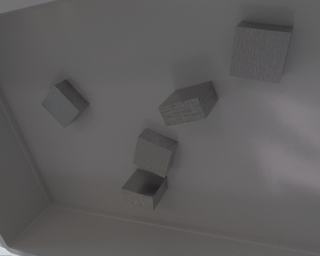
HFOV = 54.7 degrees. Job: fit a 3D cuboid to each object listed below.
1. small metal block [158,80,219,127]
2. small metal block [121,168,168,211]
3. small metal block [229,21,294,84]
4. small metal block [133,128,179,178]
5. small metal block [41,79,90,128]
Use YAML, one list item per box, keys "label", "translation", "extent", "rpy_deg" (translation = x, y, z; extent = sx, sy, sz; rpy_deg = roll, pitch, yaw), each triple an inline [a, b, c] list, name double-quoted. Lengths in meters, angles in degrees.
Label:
- label: "small metal block"
  translation: [0.034, -0.028, 0.357]
  extent: [0.050, 0.050, 0.025]
  rpy_deg: [-12, 112, 33]
- label: "small metal block"
  translation: [-0.022, 0.090, 0.460]
  extent: [0.050, 0.050, 0.025]
  rpy_deg: [11, 123, 22]
- label: "small metal block"
  translation: [0.100, -0.076, 0.309]
  extent: [0.050, 0.025, 0.050]
  rpy_deg: [14, 124, 20]
- label: "small metal block"
  translation: [-0.006, 0.035, 0.434]
  extent: [0.050, 0.025, 0.050]
  rpy_deg: [23, 127, 14]
- label: "small metal block"
  translation: [-0.141, -0.035, 0.461]
  extent: [0.050, 0.025, 0.050]
  rpy_deg: [47, 129, -5]
